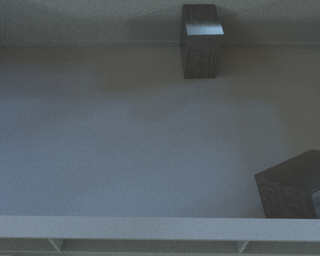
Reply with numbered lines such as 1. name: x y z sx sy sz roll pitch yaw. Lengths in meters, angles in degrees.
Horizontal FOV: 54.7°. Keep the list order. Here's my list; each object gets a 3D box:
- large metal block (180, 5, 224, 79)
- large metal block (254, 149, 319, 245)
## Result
1. large metal block: 0.061 -0.134 0.482 0.050 0.080 0.080 -2 50 -2
2. large metal block: 0.157 0.063 0.310 0.081 0.050 0.080 -20 9 -16
